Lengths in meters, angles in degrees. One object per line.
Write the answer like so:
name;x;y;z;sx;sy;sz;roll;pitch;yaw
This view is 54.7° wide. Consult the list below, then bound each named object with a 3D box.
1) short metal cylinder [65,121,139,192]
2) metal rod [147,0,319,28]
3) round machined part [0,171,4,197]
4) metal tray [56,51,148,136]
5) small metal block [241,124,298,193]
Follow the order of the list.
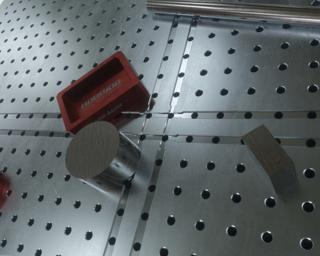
short metal cylinder;-0.075;0.038;0.407;0.080;0.050;0.080;-13;56;21
metal rod;0.101;-0.175;0.461;0.300;0.025;0.025;20;72;35
round machined part;-0.304;0.101;0.492;0.098;0.042;0.098;-13;56;20
metal tray;-0.093;-0.052;0.484;0.130;0.030;0.090;-34;52;5
small metal block;0.112;0.032;0.314;0.025;0.050;0.050;-32;52;8
